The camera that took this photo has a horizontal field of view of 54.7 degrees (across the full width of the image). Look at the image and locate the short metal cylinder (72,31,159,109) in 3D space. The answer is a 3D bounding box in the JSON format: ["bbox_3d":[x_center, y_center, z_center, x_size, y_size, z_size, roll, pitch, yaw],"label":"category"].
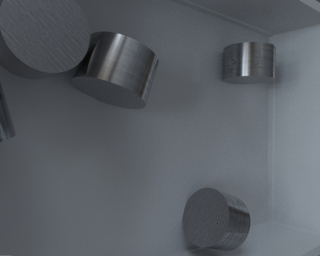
[{"bbox_3d":[-0.047,-0.059,0.333,0.080,0.080,0.050,27,73,-37],"label":"short metal cylinder"}]

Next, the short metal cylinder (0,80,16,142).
[{"bbox_3d":[-0.160,-0.008,0.237,0.081,0.080,0.050,-20,103,-39],"label":"short metal cylinder"}]

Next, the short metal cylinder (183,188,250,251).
[{"bbox_3d":[0.079,0.130,0.440,0.050,0.080,0.080,26,74,-38],"label":"short metal cylinder"}]

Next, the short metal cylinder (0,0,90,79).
[{"bbox_3d":[-0.115,-0.089,0.295,0.081,0.050,0.079,0,90,-40],"label":"short metal cylinder"}]

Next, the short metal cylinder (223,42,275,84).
[{"bbox_3d":[0.141,-0.101,0.492,0.081,0.080,0.050,2,89,-40],"label":"short metal cylinder"}]
